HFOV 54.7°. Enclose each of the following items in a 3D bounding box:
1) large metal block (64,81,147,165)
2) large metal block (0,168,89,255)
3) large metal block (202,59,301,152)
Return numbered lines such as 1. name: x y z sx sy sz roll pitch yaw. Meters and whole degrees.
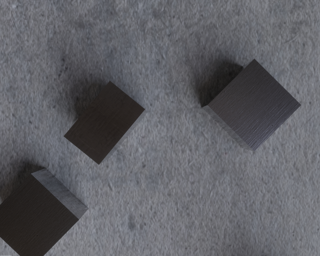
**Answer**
1. large metal block: -0.062 -0.006 0.382 0.050 0.080 0.080 40 90 -1
2. large metal block: -0.154 0.111 0.396 0.080 0.050 0.080 44 90 -1
3. large metal block: 0.114 -0.028 0.399 0.080 0.050 0.080 45 90 -1
